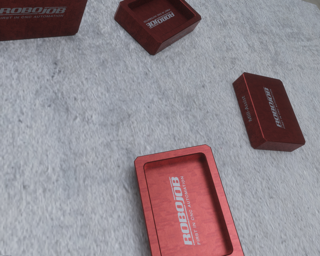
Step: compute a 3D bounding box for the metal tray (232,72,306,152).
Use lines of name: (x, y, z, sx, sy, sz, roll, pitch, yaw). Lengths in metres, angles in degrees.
metal tray: (0.180, -0.027, 0.517, 0.091, 0.030, 0.130, 6, 59, -26)

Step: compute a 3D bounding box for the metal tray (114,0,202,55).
metal tray: (0.000, -0.184, 0.514, 0.090, 0.030, 0.131, 45, 51, 3)

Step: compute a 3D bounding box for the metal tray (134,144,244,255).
metal tray: (0.027, 0.089, 0.340, 0.091, 0.030, 0.130, -10, 64, -7)

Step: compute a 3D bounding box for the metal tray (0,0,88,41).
metal tray: (-0.156, -0.149, 0.369, 0.131, 0.090, 0.030, -18, 72, -35)
